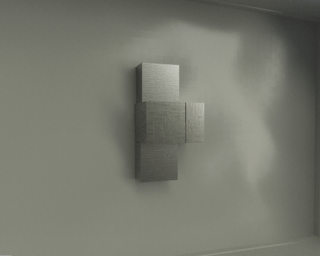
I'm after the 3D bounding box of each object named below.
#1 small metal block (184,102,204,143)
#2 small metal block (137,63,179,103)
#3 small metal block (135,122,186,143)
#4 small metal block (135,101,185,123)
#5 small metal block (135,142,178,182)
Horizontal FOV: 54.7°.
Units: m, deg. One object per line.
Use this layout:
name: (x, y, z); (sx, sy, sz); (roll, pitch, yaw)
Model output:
small metal block: (0.035, -0.007, 0.408); (0.025, 0.050, 0.050); (0, 90, -20)
small metal block: (-0.003, -0.057, 0.407); (0.050, 0.025, 0.050); (0, 90, -20)
small metal block: (-0.001, 0.005, 0.395); (0.050, 0.050, 0.025); (0, 90, -20)
small metal block: (-0.001, -0.019, 0.395); (0.050, 0.050, 0.025); (0, 90, -20)
small metal block: (-0.005, 0.043, 0.407); (0.050, 0.025, 0.050); (0, 90, -20)
